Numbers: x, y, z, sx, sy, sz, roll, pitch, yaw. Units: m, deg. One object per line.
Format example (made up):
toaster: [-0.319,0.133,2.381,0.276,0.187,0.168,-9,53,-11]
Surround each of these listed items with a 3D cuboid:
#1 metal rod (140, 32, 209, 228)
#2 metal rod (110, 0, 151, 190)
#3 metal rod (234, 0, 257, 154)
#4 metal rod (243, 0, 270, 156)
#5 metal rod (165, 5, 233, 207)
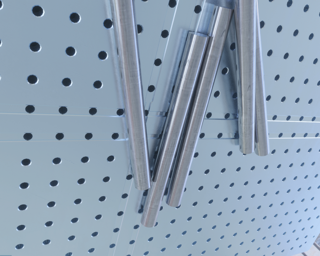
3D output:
metal rod: [0.014,0.019,0.432,0.025,0.025,0.298,-1,119,-29]
metal rod: [-0.033,-0.043,0.368,0.025,0.025,0.298,-17,125,-19]
metal rod: [0.115,-0.073,0.414,0.025,0.025,0.299,-27,133,-12]
metal rod: [0.136,-0.071,0.443,0.025,0.025,0.299,-29,129,-11]
metal rod: [0.048,-0.012,0.431,0.025,0.025,0.298,-3,120,-28]
